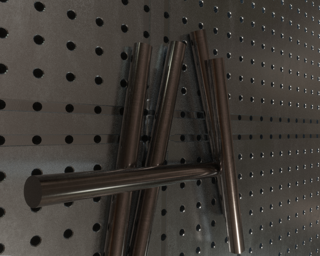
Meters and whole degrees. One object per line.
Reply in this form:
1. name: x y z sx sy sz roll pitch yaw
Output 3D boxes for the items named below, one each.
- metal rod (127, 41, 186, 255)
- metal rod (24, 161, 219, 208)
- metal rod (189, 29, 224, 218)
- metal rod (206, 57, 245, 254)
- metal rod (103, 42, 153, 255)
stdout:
1. metal rod: -0.004 0.029 0.408 0.025 0.025 0.299 18 79 -39
2. metal rod: -0.009 0.057 0.360 0.302 0.025 0.025 5 87 -53
3. metal rod: 0.086 0.001 0.483 0.025 0.025 0.298 -20 103 -38
4. metal rod: 0.100 0.047 0.466 0.025 0.025 0.298 -16 102 -39
5. metal rod: -0.041 0.044 0.376 0.025 0.025 0.298 12 82 -40
